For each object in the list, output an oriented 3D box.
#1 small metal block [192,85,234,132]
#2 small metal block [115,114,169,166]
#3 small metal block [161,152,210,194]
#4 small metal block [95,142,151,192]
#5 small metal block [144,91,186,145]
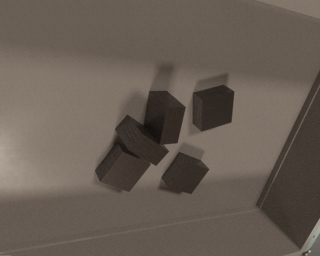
[{"bbox_3d":[0.074,-0.028,0.434,0.050,0.025,0.050,-16,125,-20],"label":"small metal block"},{"bbox_3d":[-0.023,0.015,0.391,0.025,0.050,0.050,-49,129,7],"label":"small metal block"},{"bbox_3d":[0.039,0.070,0.475,0.050,0.025,0.050,24,105,-37],"label":"small metal block"},{"bbox_3d":[-0.050,0.053,0.416,0.050,0.025,0.050,30,102,-38],"label":"small metal block"},{"bbox_3d":[0.004,-0.014,0.388,0.025,0.050,0.050,-4,120,-27],"label":"small metal block"}]
